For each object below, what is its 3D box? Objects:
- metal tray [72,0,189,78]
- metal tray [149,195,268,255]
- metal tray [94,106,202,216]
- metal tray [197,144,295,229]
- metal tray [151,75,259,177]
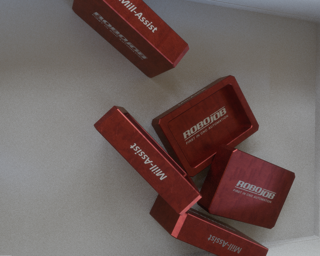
[{"bbox_3d":[-0.037,-0.117,0.361,0.130,0.090,0.030,40,78,-16],"label":"metal tray"},{"bbox_3d":[0.060,0.132,0.397,0.131,0.090,0.030,28,83,-18],"label":"metal tray"},{"bbox_3d":[-0.013,0.032,0.356,0.030,0.090,0.130,-44,93,1],"label":"metal tray"},{"bbox_3d":[0.124,0.084,0.435,0.131,0.030,0.090,22,91,-29],"label":"metal tray"},{"bbox_3d":[0.065,-0.004,0.431,0.131,0.030,0.090,-33,101,-17],"label":"metal tray"}]
